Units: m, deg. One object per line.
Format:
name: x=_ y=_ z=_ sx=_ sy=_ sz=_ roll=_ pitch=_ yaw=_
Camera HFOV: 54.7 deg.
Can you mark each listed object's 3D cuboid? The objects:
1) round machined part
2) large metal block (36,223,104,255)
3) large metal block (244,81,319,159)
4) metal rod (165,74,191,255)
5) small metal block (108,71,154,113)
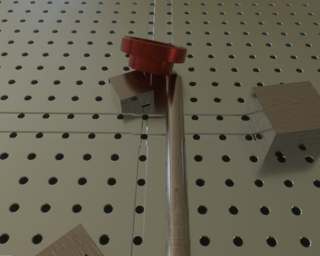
round machined part: x=-0.011 y=-0.108 z=0.468 sx=0.099 sy=0.042 sz=0.098 roll=11 pitch=18 yaw=-3
large metal block: x=-0.078 y=0.146 z=0.268 sx=0.080 sy=0.050 sz=0.080 roll=-33 pitch=58 yaw=-25
large metal block: x=0.166 y=-0.012 z=0.403 sx=0.081 sy=0.050 sz=0.080 roll=-7 pitch=50 yaw=-6
metal rod: x=0.019 y=0.042 z=0.371 sx=0.025 sy=0.025 sz=0.300 roll=1 pitch=50 yaw=0
small metal block: x=-0.042 y=-0.055 z=0.454 sx=0.050 sy=0.025 sz=0.050 roll=-20 pitch=53 yaw=-16
